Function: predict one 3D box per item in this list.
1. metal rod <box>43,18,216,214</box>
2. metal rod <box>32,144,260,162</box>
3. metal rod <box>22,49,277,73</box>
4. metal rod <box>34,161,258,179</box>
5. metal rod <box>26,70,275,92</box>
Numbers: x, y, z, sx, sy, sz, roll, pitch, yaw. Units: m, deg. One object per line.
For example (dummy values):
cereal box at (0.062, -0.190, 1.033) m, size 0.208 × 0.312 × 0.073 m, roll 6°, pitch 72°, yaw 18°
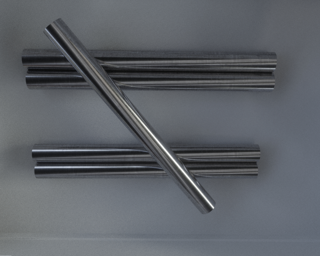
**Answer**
metal rod at (-0.026, -0.003, 0.382) m, size 0.025 × 0.025 × 0.300 m, roll -36°, pitch 106°, yaw 12°
metal rod at (-0.018, 0.034, 0.422) m, size 0.302 × 0.025 × 0.025 m, roll 0°, pitch 110°, yaw -1°
metal rod at (-0.012, -0.082, 0.379) m, size 0.302 × 0.025 × 0.025 m, roll 1°, pitch 110°, yaw -1°
metal rod at (-0.018, 0.058, 0.430) m, size 0.302 × 0.025 × 0.025 m, roll 0°, pitch 110°, yaw -1°
metal rod at (-0.011, -0.059, 0.387) m, size 0.302 × 0.025 × 0.025 m, roll 1°, pitch 110°, yaw -1°
